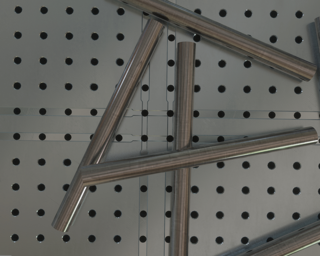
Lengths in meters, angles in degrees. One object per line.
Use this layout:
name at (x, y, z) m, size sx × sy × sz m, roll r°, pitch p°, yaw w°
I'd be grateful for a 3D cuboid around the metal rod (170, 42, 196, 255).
metal rod at (0.030, 0.037, 0.413) m, size 0.025 × 0.025 × 0.298 m, roll 2°, pitch 90°, yaw 0°

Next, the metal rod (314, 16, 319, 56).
metal rod at (0.244, -0.001, 0.414) m, size 0.025 × 0.025 × 0.298 m, roll -9°, pitch 90°, yaw 0°

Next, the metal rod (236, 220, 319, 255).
metal rod at (0.095, 0.188, 0.414) m, size 0.301 × 0.025 × 0.025 m, roll -23°, pitch 90°, yaw 0°

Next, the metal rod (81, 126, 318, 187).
metal rod at (0.056, 0.034, 0.391) m, size 0.302 × 0.025 × 0.025 m, roll -9°, pitch 90°, yaw -9°

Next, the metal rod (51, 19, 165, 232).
metal rod at (-0.068, -0.003, 0.412) m, size 0.025 × 0.025 × 0.299 m, roll 25°, pitch 90°, yaw 0°

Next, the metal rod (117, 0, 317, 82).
metal rod at (0.064, -0.132, 0.413) m, size 0.301 × 0.025 × 0.025 m, roll 23°, pitch 90°, yaw 0°
